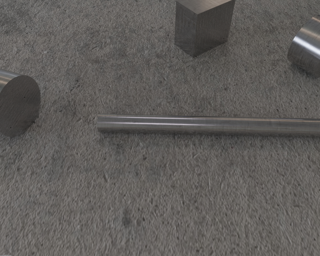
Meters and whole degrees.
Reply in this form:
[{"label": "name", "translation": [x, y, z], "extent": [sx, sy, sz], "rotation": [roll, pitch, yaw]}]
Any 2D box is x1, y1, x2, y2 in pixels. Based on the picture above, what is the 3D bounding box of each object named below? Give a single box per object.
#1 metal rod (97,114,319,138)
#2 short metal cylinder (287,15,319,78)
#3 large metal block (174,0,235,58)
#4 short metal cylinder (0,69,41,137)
[{"label": "metal rod", "translation": [0.071, -0.003, 0.406], "extent": [0.302, 0.025, 0.025], "rotation": [1, 50, 1]}, {"label": "short metal cylinder", "translation": [0.244, -0.125, 0.474], "extent": [0.081, 0.080, 0.050], "rotation": [-31, 57, -23]}, {"label": "large metal block", "translation": [0.072, -0.176, 0.516], "extent": [0.081, 0.080, 0.050], "rotation": [-30, 56, -23]}, {"label": "short metal cylinder", "translation": [-0.200, -0.034, 0.395], "extent": [0.050, 0.080, 0.080], "rotation": [16, 52, 13]}]
